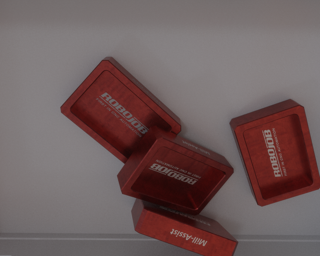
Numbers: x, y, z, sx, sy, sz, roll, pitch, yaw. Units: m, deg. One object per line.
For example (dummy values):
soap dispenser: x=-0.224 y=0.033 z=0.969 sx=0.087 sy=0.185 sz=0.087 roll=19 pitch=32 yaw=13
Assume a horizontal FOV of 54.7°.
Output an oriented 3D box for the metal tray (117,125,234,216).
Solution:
metal tray: x=0.022 y=0.061 z=0.408 sx=0.131 sy=0.030 sz=0.090 roll=25 pitch=109 yaw=-30

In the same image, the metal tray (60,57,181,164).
metal tray: x=-0.048 y=-0.016 z=0.402 sx=0.130 sy=0.030 sz=0.090 roll=42 pitch=105 yaw=-14

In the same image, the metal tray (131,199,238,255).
metal tray: x=0.029 y=0.133 z=0.423 sx=0.131 sy=0.090 sz=0.030 roll=22 pitch=88 yaw=-8

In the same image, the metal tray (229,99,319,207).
metal tray: x=0.158 y=0.036 z=0.422 sx=0.090 sy=0.030 sz=0.129 roll=-20 pitch=109 yaw=7
